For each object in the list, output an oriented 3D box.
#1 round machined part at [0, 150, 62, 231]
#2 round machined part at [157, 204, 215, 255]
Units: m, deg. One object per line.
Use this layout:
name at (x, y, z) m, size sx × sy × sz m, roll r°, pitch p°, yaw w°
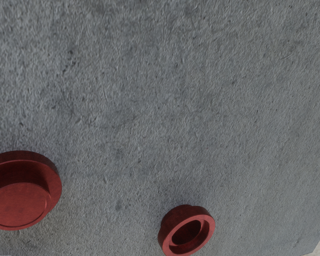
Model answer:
round machined part at (-0.163, 0.078, 0.355) m, size 0.099 × 0.042 × 0.097 m, roll -14°, pitch 124°, yaw -21°
round machined part at (0.040, 0.168, 0.522) m, size 0.099 × 0.042 × 0.097 m, roll -14°, pitch 124°, yaw -21°
